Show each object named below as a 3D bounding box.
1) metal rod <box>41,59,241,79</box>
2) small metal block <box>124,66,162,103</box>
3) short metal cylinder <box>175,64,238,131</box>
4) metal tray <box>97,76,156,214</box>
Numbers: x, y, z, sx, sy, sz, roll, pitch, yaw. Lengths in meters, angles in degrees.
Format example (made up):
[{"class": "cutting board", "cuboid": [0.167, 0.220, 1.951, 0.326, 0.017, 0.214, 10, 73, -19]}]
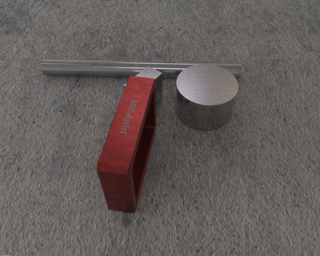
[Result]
[{"class": "metal rod", "cuboid": [-0.029, -0.091, 0.479, 0.302, 0.025, 0.025, 1, 50, 1]}, {"class": "small metal block", "cuboid": [-0.022, -0.049, 0.428, 0.025, 0.050, 0.050, 30, 56, 23]}, {"class": "short metal cylinder", "cuboid": [0.062, -0.042, 0.423, 0.081, 0.050, 0.080, 0, 50, 0]}, {"class": "metal tray", "cuboid": [-0.031, 0.016, 0.347, 0.030, 0.090, 0.130, 8, 50, 6]}]
